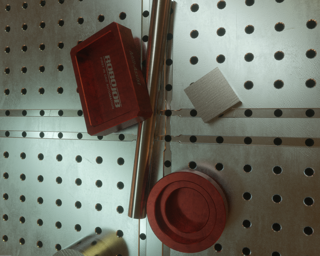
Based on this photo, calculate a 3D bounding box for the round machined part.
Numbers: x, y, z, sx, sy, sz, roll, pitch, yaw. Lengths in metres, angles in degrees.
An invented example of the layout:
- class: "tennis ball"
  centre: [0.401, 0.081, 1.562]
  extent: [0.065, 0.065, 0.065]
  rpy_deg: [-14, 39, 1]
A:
- class: "round machined part"
  centre: [0.036, 0.101, 0.390]
  extent: [0.098, 0.042, 0.097]
  rpy_deg: [0, 90, 19]

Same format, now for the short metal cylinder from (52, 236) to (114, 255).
- class: "short metal cylinder"
  centre: [-0.110, 0.201, 0.437]
  extent: [0.080, 0.050, 0.079]
  rpy_deg: [0, 90, 19]

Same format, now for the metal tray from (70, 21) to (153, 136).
- class: "metal tray"
  centre: [-0.068, -0.063, 0.417]
  extent: [0.090, 0.030, 0.129]
  rpy_deg: [-21, 78, 29]

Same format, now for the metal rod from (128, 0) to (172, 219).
- class: "metal rod"
  centre: [-0.014, -0.028, 0.416]
  extent: [0.025, 0.025, 0.298]
  rpy_deg: [8, 92, 19]

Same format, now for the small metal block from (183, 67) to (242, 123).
- class: "small metal block"
  centre: [0.066, -0.040, 0.389]
  extent: [0.050, 0.025, 0.050]
  rpy_deg: [-34, 80, 16]
